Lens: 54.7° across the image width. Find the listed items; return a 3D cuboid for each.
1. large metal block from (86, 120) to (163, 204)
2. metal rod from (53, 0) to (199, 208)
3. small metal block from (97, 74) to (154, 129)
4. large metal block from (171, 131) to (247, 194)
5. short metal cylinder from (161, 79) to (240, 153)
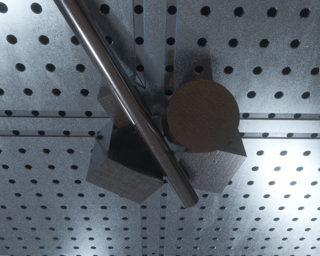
[{"bbox_3d":[-0.043,0.041,0.410,0.080,0.080,0.050,30,124,-23],"label":"large metal block"},{"bbox_3d":[-0.028,-0.019,0.355,0.025,0.025,0.299,-22,116,17],"label":"metal rod"},{"bbox_3d":[-0.041,-0.032,0.384,0.050,0.025,0.050,-19,128,15],"label":"small metal block"},{"bbox_3d":[0.061,0.041,0.430,0.081,0.050,0.079,13,129,-12],"label":"large metal block"},{"bbox_3d":[0.044,-0.011,0.358,0.081,0.080,0.050,7,173,-6],"label":"short metal cylinder"}]
